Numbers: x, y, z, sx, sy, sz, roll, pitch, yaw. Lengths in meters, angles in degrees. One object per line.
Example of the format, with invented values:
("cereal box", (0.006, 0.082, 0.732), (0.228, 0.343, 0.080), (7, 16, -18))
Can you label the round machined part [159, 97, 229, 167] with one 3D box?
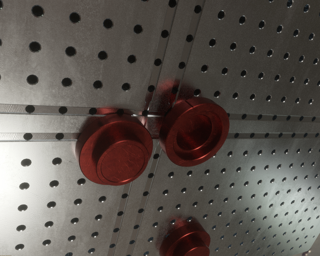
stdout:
("round machined part", (0.043, 0.002, 0.427), (0.099, 0.042, 0.097), (-14, 125, -21))

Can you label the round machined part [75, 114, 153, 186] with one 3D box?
("round machined part", (-0.053, 0.034, 0.394), (0.099, 0.042, 0.097), (-14, 124, -21))

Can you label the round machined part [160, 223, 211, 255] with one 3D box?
("round machined part", (0.052, 0.228, 0.573), (0.099, 0.042, 0.097), (-14, 125, -21))
